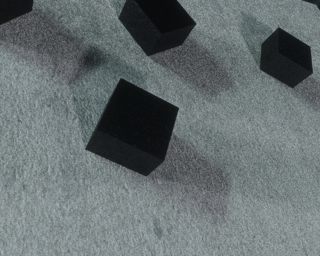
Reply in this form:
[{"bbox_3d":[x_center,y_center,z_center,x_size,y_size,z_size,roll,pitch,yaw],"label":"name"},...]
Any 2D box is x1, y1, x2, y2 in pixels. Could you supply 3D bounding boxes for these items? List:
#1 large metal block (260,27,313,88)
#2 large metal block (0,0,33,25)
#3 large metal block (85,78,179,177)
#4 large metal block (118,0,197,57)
[{"bbox_3d":[0.247,-0.138,0.609,0.080,0.050,0.080,26,53,-13],"label":"large metal block"},{"bbox_3d":[-0.215,-0.175,0.379,0.080,0.050,0.080,41,51,-1],"label":"large metal block"},{"bbox_3d":[-0.032,0.000,0.372,0.080,0.050,0.080,26,52,-12],"label":"large metal block"},{"bbox_3d":[-0.004,-0.169,0.490,0.081,0.050,0.080,-29,78,-38],"label":"large metal block"}]
